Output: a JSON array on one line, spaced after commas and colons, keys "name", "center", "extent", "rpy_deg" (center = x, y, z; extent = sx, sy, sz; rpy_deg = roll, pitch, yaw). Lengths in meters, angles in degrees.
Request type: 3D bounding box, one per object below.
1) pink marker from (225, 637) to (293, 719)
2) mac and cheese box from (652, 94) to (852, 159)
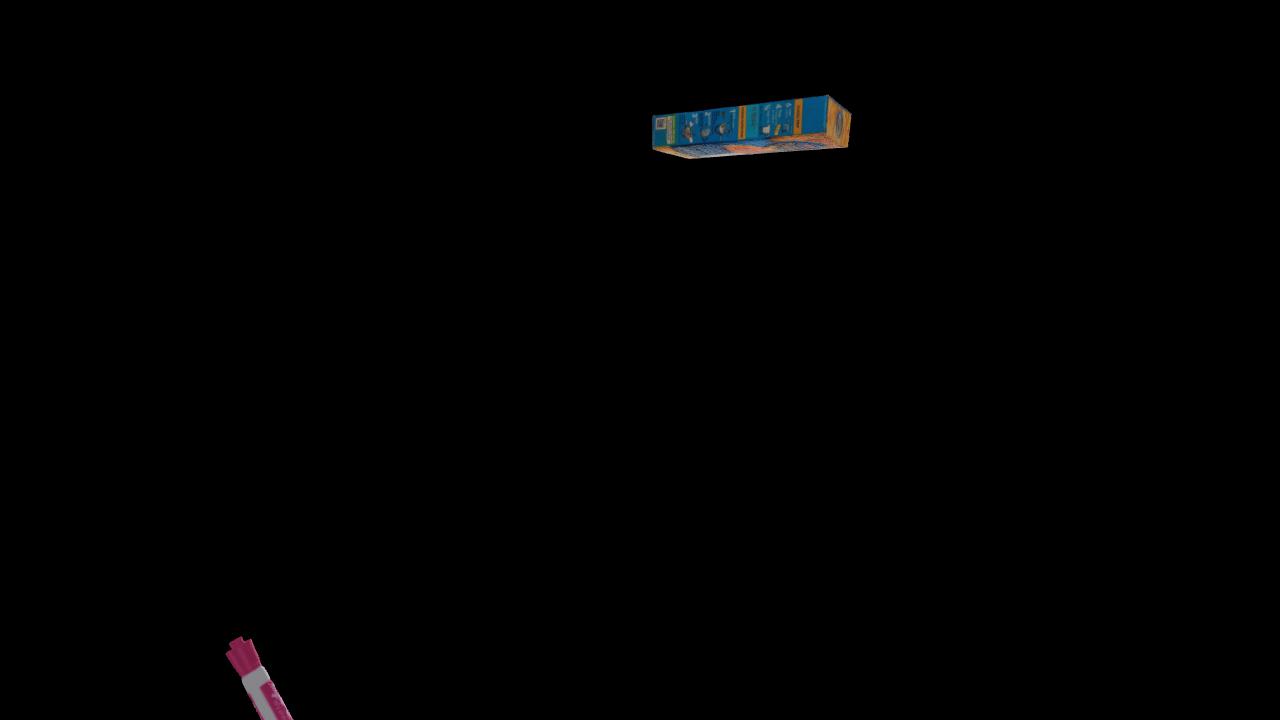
[{"name": "pink marker", "center": [-0.295, 0.277, 0.491], "extent": [0.020, 0.121, 0.020], "rpy_deg": [-29, -1, -1]}, {"name": "mac and cheese box", "center": [0.114, -0.238, 0.641], "extent": [0.184, 0.041, 0.093], "rpy_deg": [7, 11, 30]}]
